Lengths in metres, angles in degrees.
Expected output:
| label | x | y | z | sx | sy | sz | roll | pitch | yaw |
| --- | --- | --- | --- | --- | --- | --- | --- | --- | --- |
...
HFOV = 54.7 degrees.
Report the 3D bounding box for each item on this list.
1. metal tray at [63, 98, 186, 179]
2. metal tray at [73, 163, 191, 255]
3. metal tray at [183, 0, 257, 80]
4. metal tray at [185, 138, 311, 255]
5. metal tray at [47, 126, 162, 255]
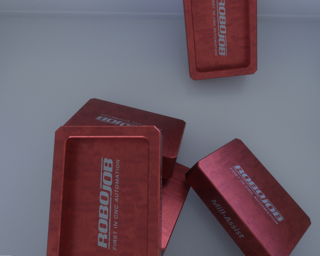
| label | x | y | z | sx | sy | sz | roll | pitch | yaw |
| --- | --- | --- | --- | --- | --- | --- | --- | --- | --- |
| metal tray | -0.040 | 0.008 | 0.376 | 0.131 | 0.030 | 0.090 | 14 | 30 | 5 |
| metal tray | -0.020 | 0.075 | 0.339 | 0.090 | 0.030 | 0.131 | 23 | 31 | 8 |
| metal tray | 0.079 | -0.134 | 0.410 | 0.091 | 0.030 | 0.129 | -6 | 112 | 4 |
| metal tray | 0.101 | 0.081 | 0.355 | 0.091 | 0.030 | 0.130 | -24 | 69 | -42 |
| metal tray | -0.044 | 0.064 | 0.266 | 0.091 | 0.030 | 0.129 | 0 | 80 | 4 |
